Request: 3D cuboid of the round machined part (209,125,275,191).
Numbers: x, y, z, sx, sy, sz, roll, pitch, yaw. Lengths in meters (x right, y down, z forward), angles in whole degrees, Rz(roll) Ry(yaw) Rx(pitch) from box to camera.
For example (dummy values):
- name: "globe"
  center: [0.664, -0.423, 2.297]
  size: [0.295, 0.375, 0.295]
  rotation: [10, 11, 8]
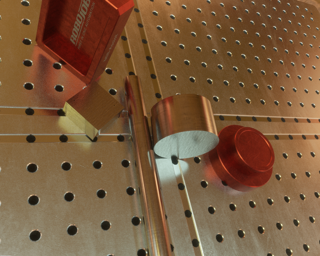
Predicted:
- name: "round machined part"
  center: [0.123, 0.037, 0.443]
  size: [0.099, 0.042, 0.098]
  rotation: [14, 56, -21]

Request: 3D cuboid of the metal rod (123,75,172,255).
- name: "metal rod"
  center: [-0.013, 0.066, 0.361]
  size: [0.025, 0.025, 0.299]
  rotation: [3, 60, -27]

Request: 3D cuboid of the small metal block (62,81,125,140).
- name: "small metal block"
  center: [-0.081, -0.022, 0.379]
  size: [0.050, 0.025, 0.050]
  rotation: [42, 51, 0]

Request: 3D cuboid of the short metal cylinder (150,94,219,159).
- name: "short metal cylinder"
  center: [0.030, 0.000, 0.390]
  size: [0.081, 0.080, 0.050]
  rotation: [7, 59, -25]

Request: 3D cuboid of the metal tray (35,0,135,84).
- name: "metal tray"
  center: [-0.094, -0.122, 0.366]
  size: [0.090, 0.129, 0.030]
  rotation: [39, 51, -3]
